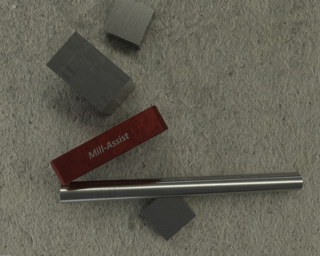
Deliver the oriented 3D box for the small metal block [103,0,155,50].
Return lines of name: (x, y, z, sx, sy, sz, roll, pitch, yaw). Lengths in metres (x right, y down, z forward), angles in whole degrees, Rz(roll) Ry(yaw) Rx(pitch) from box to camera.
small metal block: (-0.040, -0.139, 0.409, 0.050, 0.025, 0.050, 23, 90, -1)

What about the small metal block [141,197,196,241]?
small metal block: (0.011, 0.111, 0.410, 0.050, 0.025, 0.050, -41, 91, 0)

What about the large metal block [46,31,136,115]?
large metal block: (-0.079, -0.063, 0.381, 0.080, 0.080, 0.050, 40, 90, -1)

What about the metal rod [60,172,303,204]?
metal rod: (0.034, 0.073, 0.388, 0.302, 0.025, 0.025, -1, 90, -9)

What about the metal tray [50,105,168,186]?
metal tray: (-0.055, 0.019, 0.376, 0.130, 0.090, 0.030, -29, 90, 0)
